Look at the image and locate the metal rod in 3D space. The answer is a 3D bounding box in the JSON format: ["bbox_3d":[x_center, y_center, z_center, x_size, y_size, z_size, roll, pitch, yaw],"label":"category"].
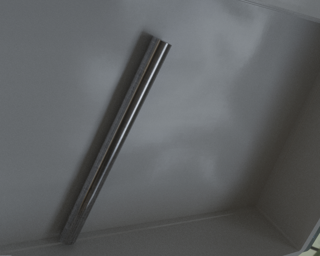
[{"bbox_3d":[-0.064,0.028,0.392,0.025,0.025,0.298,16,110,-35],"label":"metal rod"}]
